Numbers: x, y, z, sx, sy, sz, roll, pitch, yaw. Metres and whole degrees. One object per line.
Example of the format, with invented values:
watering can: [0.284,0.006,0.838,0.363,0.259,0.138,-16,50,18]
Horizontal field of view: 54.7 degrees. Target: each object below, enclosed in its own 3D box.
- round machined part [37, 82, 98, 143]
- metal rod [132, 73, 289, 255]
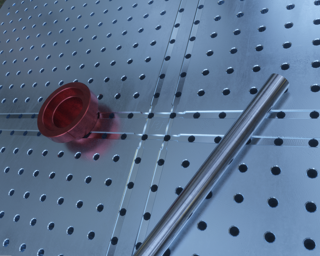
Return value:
round machined part: [-0.137,-0.020,0.482,0.098,0.042,0.098,-13,56,21]
metal rod: [0.049,0.059,0.346,0.025,0.025,0.300,32,79,38]
